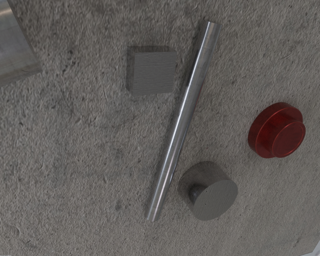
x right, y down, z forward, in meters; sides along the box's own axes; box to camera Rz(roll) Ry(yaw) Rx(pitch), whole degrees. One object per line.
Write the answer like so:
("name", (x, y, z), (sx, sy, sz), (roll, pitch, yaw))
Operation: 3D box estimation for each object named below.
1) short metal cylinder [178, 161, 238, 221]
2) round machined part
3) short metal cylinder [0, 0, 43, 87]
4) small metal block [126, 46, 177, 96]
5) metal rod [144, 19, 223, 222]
("short metal cylinder", (0.076, 0.100, 0.494), (0.081, 0.050, 0.079), (-14, 124, -21))
("round machined part", (0.198, 0.010, 0.511), (0.099, 0.042, 0.097), (-14, 124, -21))
("short metal cylinder", (-0.137, -0.074, 0.250), (0.050, 0.080, 0.080), (-25, 128, -13))
("small metal block", (-0.011, -0.067, 0.359), (0.050, 0.025, 0.050), (-8, 122, -24))
("metal rod", (0.025, 0.007, 0.424), (0.025, 0.025, 0.298), (1, 118, -29))
